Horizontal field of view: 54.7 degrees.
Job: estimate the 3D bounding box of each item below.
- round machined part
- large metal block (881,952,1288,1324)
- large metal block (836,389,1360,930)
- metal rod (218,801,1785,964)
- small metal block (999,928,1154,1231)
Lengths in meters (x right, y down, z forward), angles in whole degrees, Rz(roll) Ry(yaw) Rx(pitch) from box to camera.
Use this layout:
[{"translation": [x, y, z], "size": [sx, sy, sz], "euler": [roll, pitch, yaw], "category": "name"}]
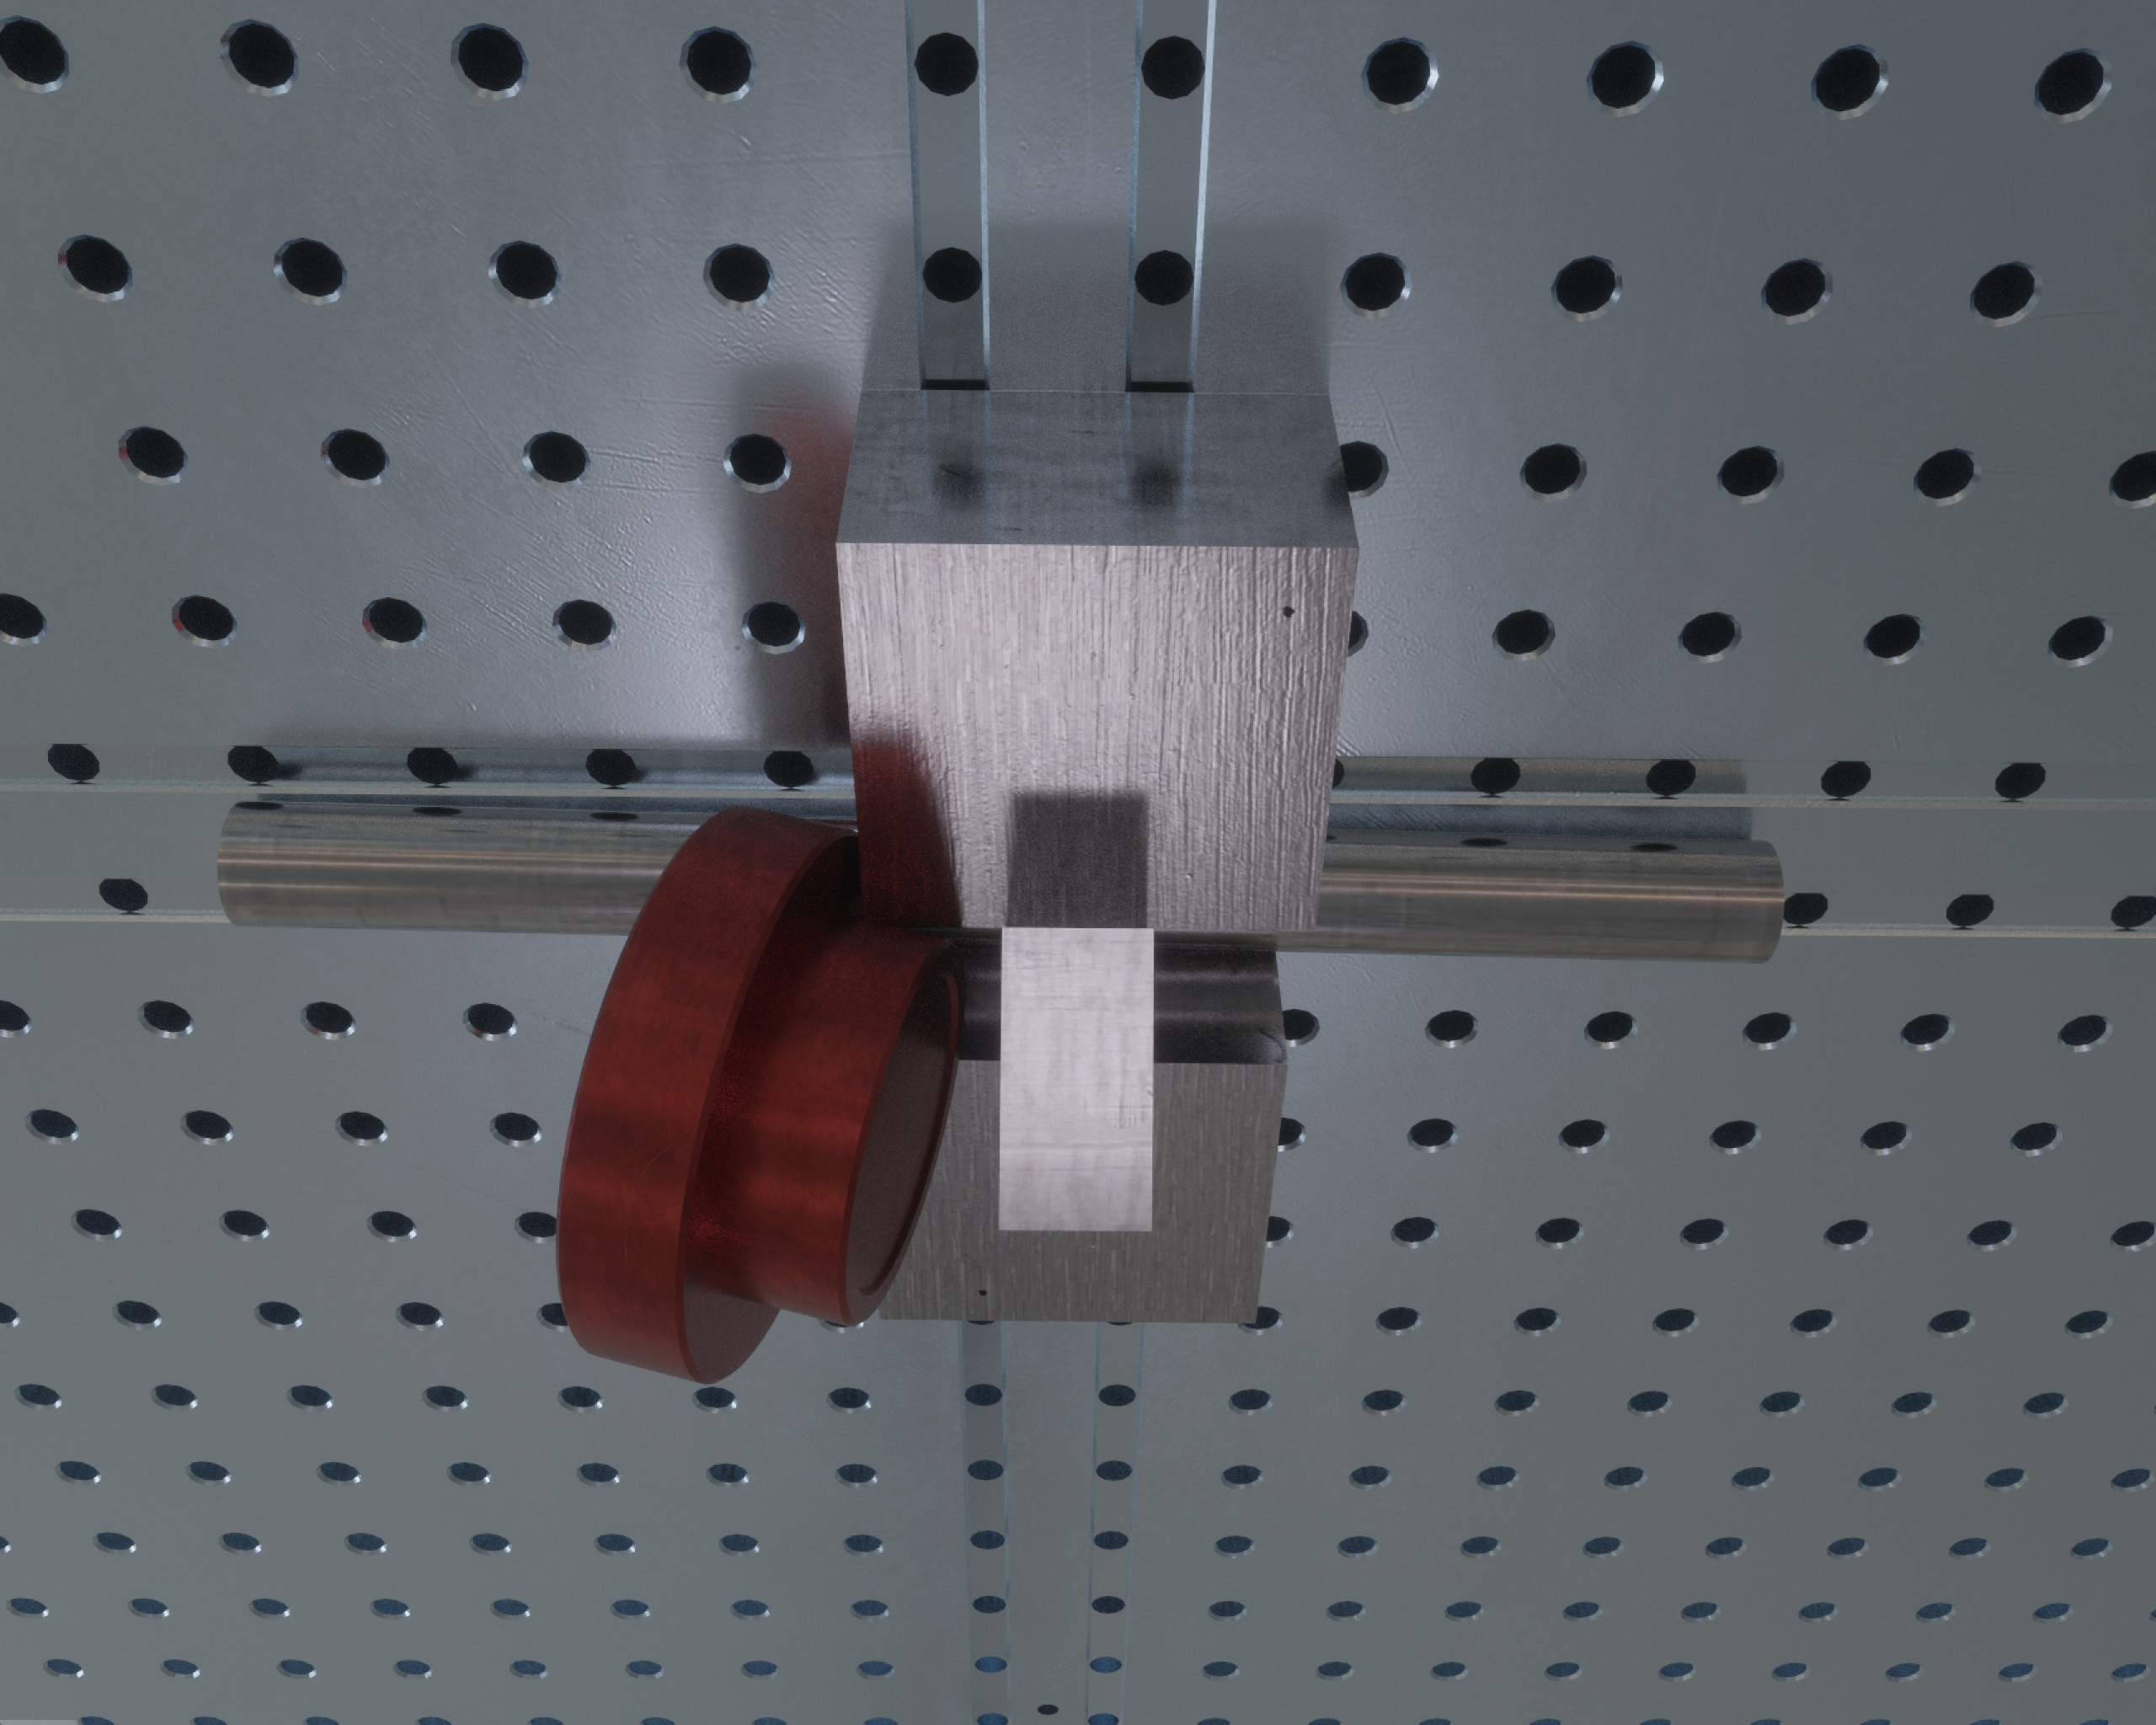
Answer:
[{"translation": [-0.049, 0.042, 0.361], "size": [0.042, 0.098, 0.097], "euler": [13, 131, 8], "category": "round machined part"}, {"translation": [-0.001, 0.052, 0.440], "size": [0.081, 0.050, 0.079], "euler": [1, 130, -1], "category": "large metal block"}, {"translation": [0.003, -0.035, 0.366], "size": [0.081, 0.050, 0.079], "euler": [0, 130, -1], "category": "large metal block"}, {"translation": [-0.013, 0.004, 0.415], "size": [0.302, 0.025, 0.025], "euler": [1, 130, -2], "category": "metal rod"}, {"translation": [0.000, 0.037, 0.369], "size": [0.025, 0.050, 0.050], "euler": [1, 86, -1], "category": "small metal block"}]
